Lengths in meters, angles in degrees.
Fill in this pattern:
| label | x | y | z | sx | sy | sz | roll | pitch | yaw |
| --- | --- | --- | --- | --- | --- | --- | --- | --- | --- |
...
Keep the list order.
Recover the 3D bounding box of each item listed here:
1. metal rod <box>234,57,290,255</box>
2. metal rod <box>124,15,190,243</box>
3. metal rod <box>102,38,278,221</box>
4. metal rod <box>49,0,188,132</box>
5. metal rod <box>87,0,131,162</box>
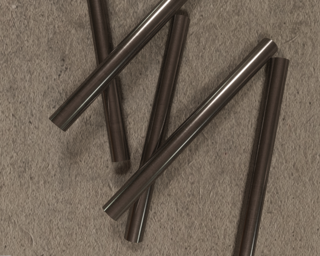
| label | x | y | z | sx | sy | sz | roll | pitch | yaw |
| --- | --- | --- | --- | --- | --- | --- | --- | --- | --- |
| metal rod | 0.132 | 0.056 | 0.411 | 0.025 | 0.025 | 0.298 | 10 | 90 | -1 |
| metal rod | -0.004 | 0.001 | 0.409 | 0.025 | 0.025 | 0.298 | 12 | 90 | -1 |
| metal rod | 0.043 | -0.003 | 0.393 | 0.025 | 0.025 | 0.300 | 44 | 83 | 0 |
| metal rod | -0.025 | -0.115 | 0.391 | 0.025 | 0.025 | 0.300 | 41 | 82 | 0 |
| metal rod | -0.074 | -0.104 | 0.408 | 0.025 | 0.025 | 0.298 | -9 | 90 | 0 |
